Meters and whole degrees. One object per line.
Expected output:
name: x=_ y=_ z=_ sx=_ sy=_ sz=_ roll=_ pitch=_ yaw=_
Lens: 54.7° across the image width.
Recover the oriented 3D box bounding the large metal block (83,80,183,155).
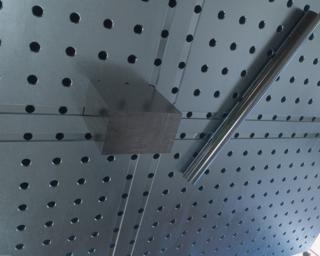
large metal block: x=-0.034 y=-0.013 z=0.350 sx=0.081 sy=0.080 sz=0.050 roll=1 pitch=118 yaw=-30

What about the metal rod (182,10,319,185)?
metal rod: x=0.131 y=-0.038 z=0.461 sx=0.025 sy=0.025 sz=0.299 roll=28 pitch=103 yaw=-38
